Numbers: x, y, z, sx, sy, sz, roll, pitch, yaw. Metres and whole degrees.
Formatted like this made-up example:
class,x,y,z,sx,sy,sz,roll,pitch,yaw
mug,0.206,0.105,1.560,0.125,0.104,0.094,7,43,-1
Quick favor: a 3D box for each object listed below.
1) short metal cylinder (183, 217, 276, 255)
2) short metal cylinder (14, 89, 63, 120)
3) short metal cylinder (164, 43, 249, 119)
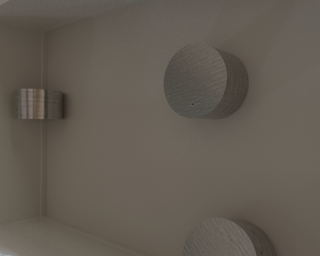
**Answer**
class,x,y,z,sx,sy,sz,roll,pitch,yaw
short metal cylinder,0.071,0.135,0.319,0.080,0.050,0.080,-15,65,35
short metal cylinder,-0.214,-0.040,0.548,0.080,0.081,0.050,1,91,40
short metal cylinder,0.051,-0.050,0.348,0.080,0.050,0.080,0,90,40
